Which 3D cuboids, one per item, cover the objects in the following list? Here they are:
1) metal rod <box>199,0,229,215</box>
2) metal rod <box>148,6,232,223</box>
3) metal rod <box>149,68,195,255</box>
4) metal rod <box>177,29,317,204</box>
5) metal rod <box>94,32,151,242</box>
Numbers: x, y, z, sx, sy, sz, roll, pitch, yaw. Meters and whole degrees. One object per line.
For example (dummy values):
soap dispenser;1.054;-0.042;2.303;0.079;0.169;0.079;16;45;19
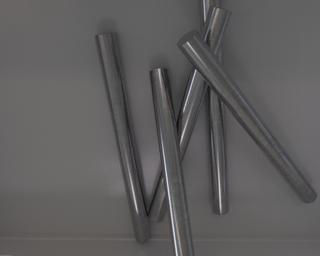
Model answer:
metal rod;0.073;-0.018;0.404;0.025;0.025;0.298;-6;110;2
metal rod;0.030;0.001;0.396;0.025;0.025;0.298;13;115;-5
metal rod;0.019;0.076;0.374;0.025;0.025;0.298;-8;85;3
metal rod;0.121;0.003;0.383;0.025;0.025;0.300;-38;117;13
metal rod;-0.046;0.026;0.420;0.025;0.025;0.298;-7;110;2
